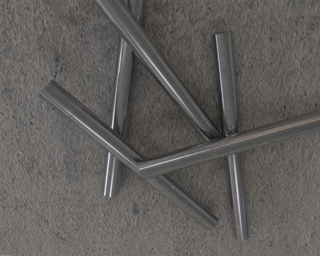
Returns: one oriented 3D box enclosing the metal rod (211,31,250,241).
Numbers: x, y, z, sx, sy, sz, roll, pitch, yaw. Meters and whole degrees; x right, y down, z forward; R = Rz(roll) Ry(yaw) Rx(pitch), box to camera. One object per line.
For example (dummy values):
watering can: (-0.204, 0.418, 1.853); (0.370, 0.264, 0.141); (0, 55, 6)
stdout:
metal rod: (0.099, 0.024, 0.419); (0.025, 0.025, 0.298); (-9, 110, 3)

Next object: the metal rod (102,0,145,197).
metal rod: (-0.047, -0.046, 0.392); (0.025, 0.025, 0.298); (8, 110, -3)

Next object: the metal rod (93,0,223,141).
metal rod: (-0.015, -0.087, 0.354); (0.025, 0.025, 0.300); (-35, 115, 12)

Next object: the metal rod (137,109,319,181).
metal rod: (0.120, 0.012, 0.391); (0.302, 0.025, 0.025); (-15, 110, -4)

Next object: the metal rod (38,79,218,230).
metal rod: (-0.026, 0.048, 0.405); (0.025, 0.025, 0.300); (-42, 113, 14)
